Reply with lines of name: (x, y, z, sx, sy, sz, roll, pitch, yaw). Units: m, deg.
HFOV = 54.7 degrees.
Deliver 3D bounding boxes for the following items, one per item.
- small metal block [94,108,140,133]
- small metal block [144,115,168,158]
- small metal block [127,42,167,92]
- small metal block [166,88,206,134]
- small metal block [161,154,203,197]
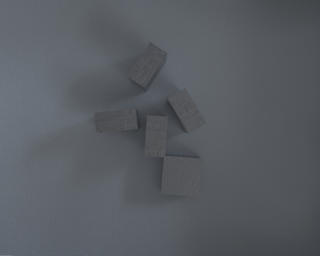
small metal block: (-0.053, -0.009, 0.398, 0.050, 0.050, 0.025, -6, 90, -1)
small metal block: (-0.005, 0.010, 0.399, 0.025, 0.050, 0.050, 4, 90, 0)
small metal block: (-0.016, -0.077, 0.399, 0.025, 0.050, 0.050, 33, 90, 0)
small metal block: (0.033, -0.021, 0.399, 0.025, 0.050, 0.050, -31, 90, 0)
small metal block: (0.028, 0.062, 0.412, 0.050, 0.025, 0.050, 5, 90, -1)
